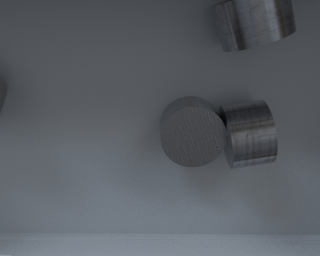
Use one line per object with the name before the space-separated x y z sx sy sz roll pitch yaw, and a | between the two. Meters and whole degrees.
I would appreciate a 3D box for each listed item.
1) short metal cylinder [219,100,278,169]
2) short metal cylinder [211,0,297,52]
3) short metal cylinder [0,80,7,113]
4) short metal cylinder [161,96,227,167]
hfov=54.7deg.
short metal cylinder | 0.107 0.008 0.387 0.050 0.080 0.079 -10 110 3
short metal cylinder | 0.102 -0.121 0.339 0.080 0.080 0.050 -17 110 6
short metal cylinder | -0.228 -0.030 0.368 0.050 0.080 0.080 24 108 -9
short metal cylinder | 0.041 0.004 0.400 0.081 0.050 0.079 0 110 -1
